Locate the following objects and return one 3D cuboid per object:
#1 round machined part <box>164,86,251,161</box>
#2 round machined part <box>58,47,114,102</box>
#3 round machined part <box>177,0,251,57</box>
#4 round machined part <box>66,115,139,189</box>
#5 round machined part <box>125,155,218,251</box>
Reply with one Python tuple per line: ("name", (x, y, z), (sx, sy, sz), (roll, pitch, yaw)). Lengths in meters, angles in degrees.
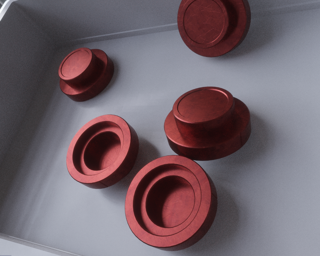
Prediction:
("round machined part", (0.052, -0.012, 0.354), (0.098, 0.042, 0.098), (-11, 38, 9))
("round machined part", (-0.131, -0.096, 0.523), (0.098, 0.042, 0.098), (-13, 56, 21))
("round machined part", (0.066, -0.143, 0.411), (0.098, 0.097, 0.042), (7, 24, 31))
("round machined part", (-0.071, 0.034, 0.411), (0.098, 0.042, 0.098), (-13, 56, 21))
("round machined part", (0.015, 0.082, 0.337), (0.098, 0.042, 0.098), (-13, 56, 21))
